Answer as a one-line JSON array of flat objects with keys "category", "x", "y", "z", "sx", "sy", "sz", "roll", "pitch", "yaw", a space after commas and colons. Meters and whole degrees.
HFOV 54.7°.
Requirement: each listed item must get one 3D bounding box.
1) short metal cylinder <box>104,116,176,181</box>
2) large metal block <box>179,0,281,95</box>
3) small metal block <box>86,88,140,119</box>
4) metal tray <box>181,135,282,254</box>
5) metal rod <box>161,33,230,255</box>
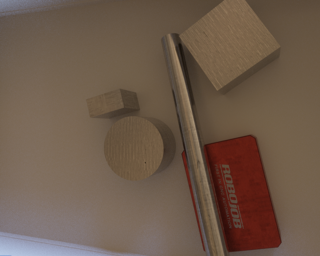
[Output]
[{"category": "short metal cylinder", "x": -0.025, "y": 0.025, "z": 0.405, "sx": 0.080, "sy": 0.050, "sz": 0.079, "roll": 0, "pitch": 90, "yaw": 19}, {"category": "large metal block", "x": 0.083, "y": -0.097, "z": 0.368, "sx": 0.080, "sy": 0.050, "sz": 0.080, "roll": -35, "pitch": 79, "yaw": 16}, {"category": "small metal block", "x": -0.062, "y": -0.031, "z": 0.418, "sx": 0.050, "sy": 0.050, "sz": 0.025, "roll": -15, "pitch": 85, "yaw": 19}, {"category": "metal tray", "x": 0.086, "y": 0.080, "z": 0.377, "sx": 0.090, "sy": 0.030, "sz": 0.129, "roll": -14, "pitch": 85, "yaw": 19}, {"category": "metal rod", "x": 0.042, "y": 0.029, "z": 0.361, "sx": 0.025, "sy": 0.025, "sz": 0.299, "roll": -15, "pitch": 77, "yaw": 19}]
